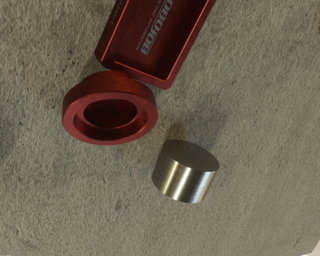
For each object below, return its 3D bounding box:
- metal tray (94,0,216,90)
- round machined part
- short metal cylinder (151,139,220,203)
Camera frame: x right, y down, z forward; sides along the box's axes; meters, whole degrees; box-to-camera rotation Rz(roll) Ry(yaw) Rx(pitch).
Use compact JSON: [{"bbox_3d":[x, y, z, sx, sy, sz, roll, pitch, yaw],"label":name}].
[{"bbox_3d":[-0.002,-0.115,0.331,0.091,0.030,0.129,16,110,-35],"label":"metal tray"},{"bbox_3d":[-0.054,-0.024,0.335,0.099,0.042,0.098,-7,147,-5],"label":"round machined part"},{"bbox_3d":[0.034,0.057,0.426,0.081,0.080,0.050,7,115,-32],"label":"short metal cylinder"}]
